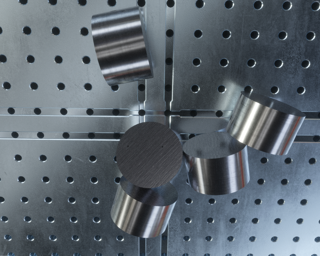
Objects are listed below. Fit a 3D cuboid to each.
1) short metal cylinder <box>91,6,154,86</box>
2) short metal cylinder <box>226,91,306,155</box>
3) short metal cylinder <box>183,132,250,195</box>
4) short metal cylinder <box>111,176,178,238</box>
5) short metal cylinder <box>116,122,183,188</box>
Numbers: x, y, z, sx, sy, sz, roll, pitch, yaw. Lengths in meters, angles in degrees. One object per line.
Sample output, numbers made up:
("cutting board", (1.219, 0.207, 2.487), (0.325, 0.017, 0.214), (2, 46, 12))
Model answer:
("short metal cylinder", (-0.040, -0.092, 0.350), (0.050, 0.080, 0.079), (-11, 110, 3))
("short metal cylinder", (0.129, -0.008, 0.383), (0.080, 0.080, 0.050), (16, 109, -6))
("short metal cylinder", (0.073, 0.043, 0.401), (0.080, 0.080, 0.050), (-9, 110, 3))
("short metal cylinder", (-0.021, 0.101, 0.421), (0.080, 0.080, 0.050), (16, 110, -6))
("short metal cylinder", (-0.010, 0.035, 0.395), (0.080, 0.050, 0.080), (-1, 81, 6))
